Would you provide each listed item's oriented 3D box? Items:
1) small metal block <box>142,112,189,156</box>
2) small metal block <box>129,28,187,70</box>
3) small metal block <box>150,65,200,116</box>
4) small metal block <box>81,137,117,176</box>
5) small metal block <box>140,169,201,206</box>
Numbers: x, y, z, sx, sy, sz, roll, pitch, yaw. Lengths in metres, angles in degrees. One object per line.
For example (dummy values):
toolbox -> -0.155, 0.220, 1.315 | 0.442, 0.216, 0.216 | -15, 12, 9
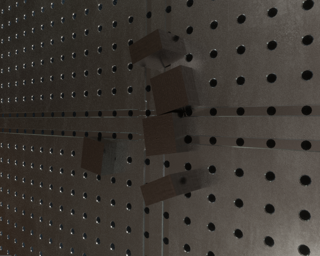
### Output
small metal block -> 0.006, 0.009, 0.402 | 0.050, 0.025, 0.050 | -10, 84, 39
small metal block -> -0.002, -0.098, 0.393 | 0.050, 0.050, 0.025 | -19, 78, 38
small metal block -> 0.018, -0.046, 0.393 | 0.050, 0.025, 0.050 | -18, 79, 38
small metal block -> -0.097, 0.043, 0.486 | 0.050, 0.025, 0.050 | 13, 98, 39
small metal block -> 0.013, 0.073, 0.380 | 0.050, 0.050, 0.025 | -28, 73, 36
